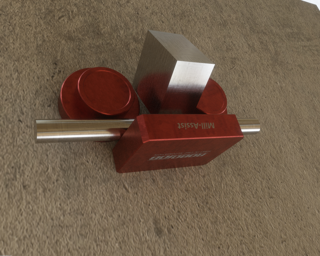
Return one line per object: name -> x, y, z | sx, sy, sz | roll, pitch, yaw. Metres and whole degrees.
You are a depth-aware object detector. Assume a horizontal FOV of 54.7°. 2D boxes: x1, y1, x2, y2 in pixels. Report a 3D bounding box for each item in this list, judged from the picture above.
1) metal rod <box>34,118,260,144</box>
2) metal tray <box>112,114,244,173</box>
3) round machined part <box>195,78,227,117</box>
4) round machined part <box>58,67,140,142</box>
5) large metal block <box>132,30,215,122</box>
metal rod -> 0.007, 0.000, 0.384 | 0.303, 0.025, 0.025 | -1, 63, -29
metal tray -> 0.020, 0.019, 0.364 | 0.131, 0.090, 0.030 | -1, 63, -29
round machined part -> 0.057, -0.038, 0.449 | 0.099, 0.042, 0.098 | 14, 56, -21
round machined part -> -0.070, -0.035, 0.377 | 0.099, 0.042, 0.098 | 14, 56, -21
large metal block -> 0.012, -0.064, 0.383 | 0.050, 0.079, 0.080 | -2, 39, -30
